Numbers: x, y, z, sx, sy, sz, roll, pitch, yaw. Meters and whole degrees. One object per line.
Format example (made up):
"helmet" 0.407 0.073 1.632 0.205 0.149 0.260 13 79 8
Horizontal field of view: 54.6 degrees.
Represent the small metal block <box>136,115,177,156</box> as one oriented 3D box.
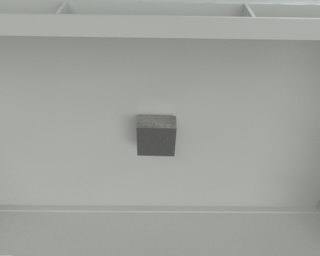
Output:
"small metal block" -0.005 0.011 0.413 0.050 0.025 0.050 1 130 -1
